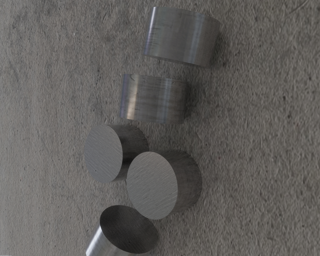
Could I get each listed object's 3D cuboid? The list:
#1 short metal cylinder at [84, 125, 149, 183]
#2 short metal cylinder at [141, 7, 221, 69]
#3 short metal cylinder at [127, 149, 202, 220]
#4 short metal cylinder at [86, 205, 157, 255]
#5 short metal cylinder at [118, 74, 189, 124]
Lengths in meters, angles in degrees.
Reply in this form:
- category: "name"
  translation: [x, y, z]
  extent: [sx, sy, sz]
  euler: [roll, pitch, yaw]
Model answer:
- category: "short metal cylinder"
  translation: [-0.062, 0.035, 0.440]
  extent: [0.080, 0.050, 0.080]
  euler: [0, 90, 40]
- category: "short metal cylinder"
  translation: [0.023, -0.100, 0.350]
  extent: [0.080, 0.081, 0.050]
  euler: [20, 103, 38]
- category: "short metal cylinder"
  translation: [0.005, 0.068, 0.385]
  extent: [0.080, 0.050, 0.080]
  euler: [0, 90, 40]
- category: "short metal cylinder"
  translation: [-0.051, 0.150, 0.412]
  extent: [0.080, 0.081, 0.050]
  euler: [43, 116, 31]
- category: "short metal cylinder"
  translation: [-0.008, -0.035, 0.376]
  extent: [0.080, 0.081, 0.050]
  euler: [12, 98, 39]
